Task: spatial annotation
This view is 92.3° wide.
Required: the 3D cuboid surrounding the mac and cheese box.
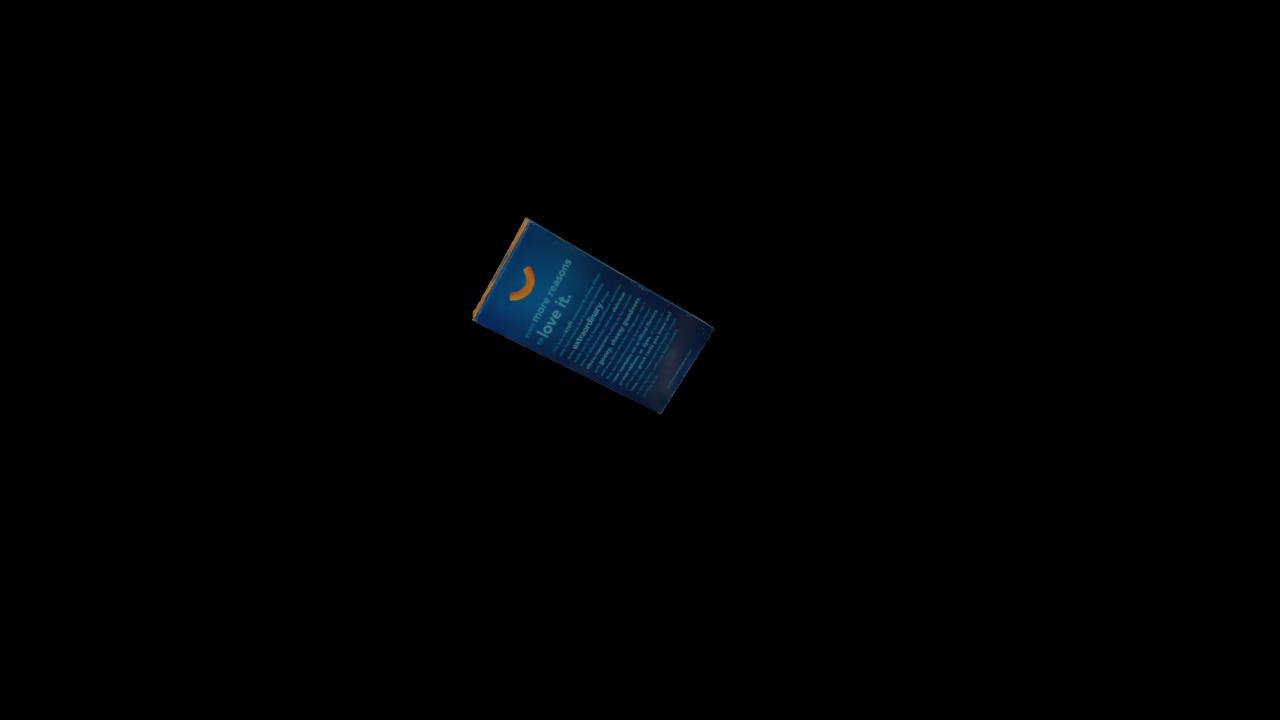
[{"bbox_3d":[-0.036,-0.033,0.521,0.184,0.093,0.041,28,9,-23],"label":"mac and cheese box"}]
